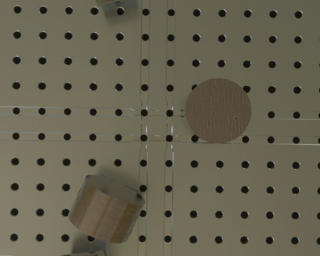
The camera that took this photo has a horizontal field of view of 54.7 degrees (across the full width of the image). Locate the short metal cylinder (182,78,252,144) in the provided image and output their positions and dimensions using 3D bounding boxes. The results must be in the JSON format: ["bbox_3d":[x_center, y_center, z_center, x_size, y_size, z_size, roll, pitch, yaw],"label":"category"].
[{"bbox_3d":[0.071,-0.021,0.401,0.081,0.050,0.079,0,90,0],"label":"short metal cylinder"}]

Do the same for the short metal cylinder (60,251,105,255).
[{"bbox_3d":[-0.097,0.198,0.385,0.050,0.080,0.080,-6,90,0],"label":"short metal cylinder"}]

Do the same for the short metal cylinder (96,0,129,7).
[{"bbox_3d":[-0.063,-0.198,0.385,0.050,0.080,0.080,-14,90,0],"label":"short metal cylinder"}]

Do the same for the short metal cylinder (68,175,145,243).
[{"bbox_3d":[-0.065,0.099,0.385,0.080,0.080,0.050,25,90,0],"label":"short metal cylinder"}]
